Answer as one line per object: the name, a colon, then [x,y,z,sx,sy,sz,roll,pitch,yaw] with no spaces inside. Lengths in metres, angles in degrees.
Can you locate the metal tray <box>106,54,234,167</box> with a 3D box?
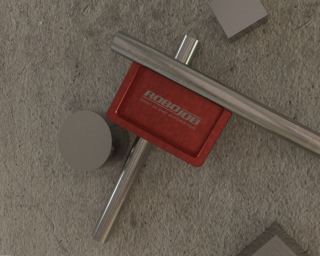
metal tray: [0.013,-0.022,0.378,0.130,0.030,0.090,29,99,3]

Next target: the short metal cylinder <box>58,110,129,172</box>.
short metal cylinder: [-0.090,0.017,0.426,0.080,0.050,0.079,0,90,19]

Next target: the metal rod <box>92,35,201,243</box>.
metal rod: [-0.022,0.021,0.415,0.025,0.025,0.298,28,99,17]

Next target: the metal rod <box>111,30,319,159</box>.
metal rod: [0.084,-0.028,0.341,0.301,0.025,0.025,28,99,3]

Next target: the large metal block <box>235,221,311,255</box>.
large metal block: [0.132,0.169,0.349,0.080,0.050,0.080,46,104,14]

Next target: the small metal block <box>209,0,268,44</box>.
small metal block: [0.095,-0.140,0.375,0.050,0.025,0.050,-29,81,17]
